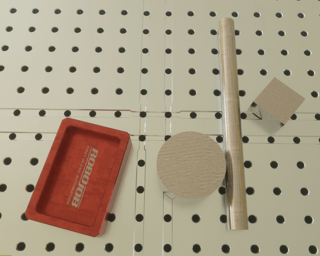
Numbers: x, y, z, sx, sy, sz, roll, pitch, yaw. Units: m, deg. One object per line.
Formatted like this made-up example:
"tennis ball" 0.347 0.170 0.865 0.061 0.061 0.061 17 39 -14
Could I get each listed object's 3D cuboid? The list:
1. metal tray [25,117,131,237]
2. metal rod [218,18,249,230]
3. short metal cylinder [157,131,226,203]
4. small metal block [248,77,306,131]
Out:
"metal tray" -0.097 0.059 0.386 0.090 0.030 0.130 14 70 4
"metal rod" 0.096 -0.019 0.419 0.025 0.025 0.299 2 70 0
"short metal cylinder" 0.036 0.050 0.381 0.081 0.050 0.080 0 70 -1
"small metal block" 0.160 -0.033 0.426 0.050 0.025 0.050 40 74 13
